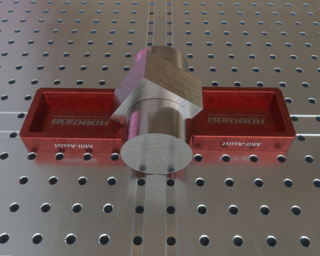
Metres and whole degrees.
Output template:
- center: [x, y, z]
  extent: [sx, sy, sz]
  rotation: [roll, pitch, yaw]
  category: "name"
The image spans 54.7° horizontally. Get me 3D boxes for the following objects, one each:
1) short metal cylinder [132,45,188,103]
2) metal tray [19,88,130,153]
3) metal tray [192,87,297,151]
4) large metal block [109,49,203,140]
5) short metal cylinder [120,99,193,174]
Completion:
- center: [0.000, -0.065, 0.426]
  extent: [0.080, 0.080, 0.050]
  rotation: [1, 50, 1]
  category: "short metal cylinder"
- center: [-0.106, -0.012, 0.413]
  extent: [0.131, 0.030, 0.090]
  rotation: [1, 50, 0]
  category: "metal tray"
- center: [0.103, -0.014, 0.416]
  extent: [0.131, 0.030, 0.090]
  rotation: [1, 50, 0]
  category: "metal tray"
- center: [-0.005, -0.036, 0.383]
  extent: [0.080, 0.080, 0.050]
  rotation: [25, 45, -24]
  category: "large metal block"
- center: [-0.003, 0.012, 0.361]
  extent: [0.080, 0.080, 0.050]
  rotation: [1, 50, 1]
  category: "short metal cylinder"
